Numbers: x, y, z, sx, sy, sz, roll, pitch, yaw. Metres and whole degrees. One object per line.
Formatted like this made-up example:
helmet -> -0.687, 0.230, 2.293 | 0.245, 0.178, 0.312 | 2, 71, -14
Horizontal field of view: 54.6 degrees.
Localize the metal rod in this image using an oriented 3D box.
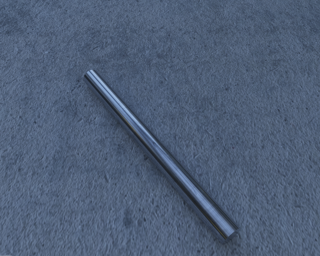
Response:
metal rod -> -0.016, 0.016, 0.389 | 0.025, 0.025, 0.300 | -29, 56, -22
